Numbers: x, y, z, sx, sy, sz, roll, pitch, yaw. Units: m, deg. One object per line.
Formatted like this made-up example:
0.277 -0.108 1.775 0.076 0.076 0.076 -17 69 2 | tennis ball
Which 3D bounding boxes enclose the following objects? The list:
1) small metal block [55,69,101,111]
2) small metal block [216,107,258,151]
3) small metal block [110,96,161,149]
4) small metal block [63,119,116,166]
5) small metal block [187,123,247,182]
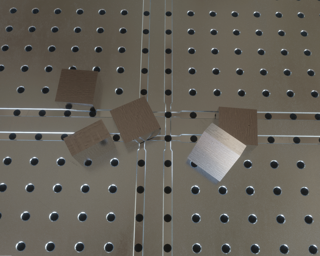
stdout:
-0.112 -0.052 0.430 0.050 0.025 0.050 4 70 1 | small metal block
0.101 0.001 0.413 0.050 0.025 0.050 5 70 1 | small metal block
-0.033 -0.007 0.414 0.050 0.025 0.050 -24 72 -9 | small metal block
-0.087 0.019 0.390 0.050 0.050 0.025 -28 73 -10 | small metal block
0.070 0.030 0.386 0.050 0.050 0.025 36 39 11 | small metal block
